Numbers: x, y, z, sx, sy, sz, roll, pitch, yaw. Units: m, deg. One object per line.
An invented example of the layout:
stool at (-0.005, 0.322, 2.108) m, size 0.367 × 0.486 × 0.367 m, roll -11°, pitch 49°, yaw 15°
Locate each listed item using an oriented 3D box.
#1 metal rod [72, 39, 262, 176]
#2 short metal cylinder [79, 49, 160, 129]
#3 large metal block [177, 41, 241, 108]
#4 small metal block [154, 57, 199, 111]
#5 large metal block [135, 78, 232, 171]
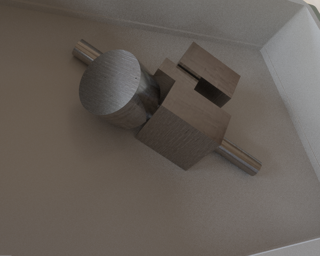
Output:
metal rod at (0.014, -0.025, 0.429) m, size 0.301 × 0.025 × 0.025 m, roll 34°, pitch 51°, yaw -6°
short metal cylinder at (-0.047, -0.044, 0.364) m, size 0.050 × 0.080 × 0.080 m, roll 37°, pitch 35°, yaw -59°
large metal block at (0.051, -0.058, 0.435) m, size 0.080 × 0.080 × 0.050 m, roll 35°, pitch 51°, yaw -6°
small metal block at (0.013, -0.054, 0.400) m, size 0.050 × 0.050 × 0.025 m, roll 35°, pitch 51°, yaw -5°
large metal block at (0.027, -0.001, 0.386) m, size 0.080 × 0.080 × 0.050 m, roll 34°, pitch 51°, yaw -6°
